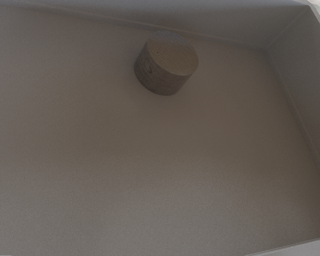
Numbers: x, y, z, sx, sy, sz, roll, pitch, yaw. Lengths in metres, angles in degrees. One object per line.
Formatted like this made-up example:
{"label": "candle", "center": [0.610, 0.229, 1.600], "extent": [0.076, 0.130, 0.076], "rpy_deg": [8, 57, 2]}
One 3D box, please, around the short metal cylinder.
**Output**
{"label": "short metal cylinder", "center": [0.009, -0.094, 0.451], "extent": [0.081, 0.050, 0.080], "rpy_deg": [13, 56, -21]}
